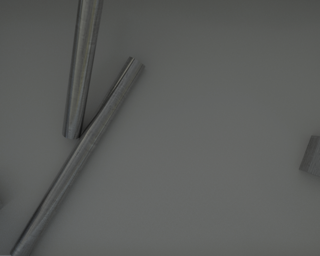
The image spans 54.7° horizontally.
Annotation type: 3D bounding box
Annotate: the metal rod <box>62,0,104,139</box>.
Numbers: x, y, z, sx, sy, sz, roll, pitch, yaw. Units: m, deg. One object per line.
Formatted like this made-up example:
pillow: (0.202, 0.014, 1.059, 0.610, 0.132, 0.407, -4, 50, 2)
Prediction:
metal rod: (-0.078, -0.113, 0.335, 0.025, 0.025, 0.298, 18, 122, -1)

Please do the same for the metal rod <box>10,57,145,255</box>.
metal rod: (-0.108, 0.040, 0.409, 0.025, 0.025, 0.299, 31, 90, -1)

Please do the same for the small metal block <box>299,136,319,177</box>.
small metal block: (0.224, 0.042, 0.414, 0.050, 0.025, 0.050, 20, 90, -1)

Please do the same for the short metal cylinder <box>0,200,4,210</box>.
short metal cylinder: (-0.245, 0.102, 0.381, 0.080, 0.080, 0.050, -37, 90, 0)
